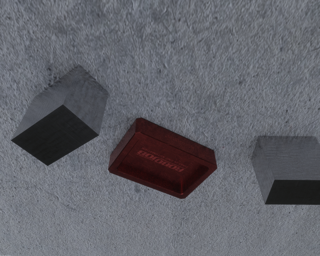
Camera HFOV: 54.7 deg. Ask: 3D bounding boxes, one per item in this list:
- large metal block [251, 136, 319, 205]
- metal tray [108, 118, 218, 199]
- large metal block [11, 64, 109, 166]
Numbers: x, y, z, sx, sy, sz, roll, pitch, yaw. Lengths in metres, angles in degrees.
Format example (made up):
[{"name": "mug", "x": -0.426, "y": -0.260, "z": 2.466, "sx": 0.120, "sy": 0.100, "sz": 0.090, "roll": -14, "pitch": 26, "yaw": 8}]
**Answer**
[{"name": "large metal block", "x": 0.178, "y": 0.056, "z": 0.421, "sx": 0.081, "sy": 0.080, "sz": 0.050, "roll": 1, "pitch": 130, "yaw": -1}, {"name": "metal tray", "x": 0.004, "y": 0.048, "z": 0.444, "sx": 0.131, "sy": 0.030, "sz": 0.089, "roll": 24, "pitch": 126, "yaw": -20}, {"name": "large metal block", "x": -0.111, "y": -0.015, "z": 0.357, "sx": 0.080, "sy": 0.080, "sz": 0.050, "roll": -29, "pitch": 124, "yaw": 22}]
